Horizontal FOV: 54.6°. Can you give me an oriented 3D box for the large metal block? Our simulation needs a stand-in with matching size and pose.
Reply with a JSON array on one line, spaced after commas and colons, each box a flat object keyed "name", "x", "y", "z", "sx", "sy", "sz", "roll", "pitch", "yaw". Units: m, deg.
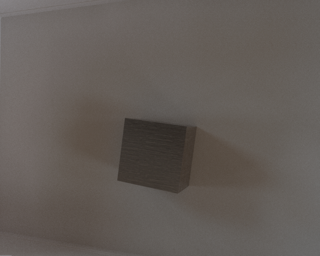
[{"name": "large metal block", "x": -0.003, "y": 0.032, "z": 0.399, "sx": 0.080, "sy": 0.050, "sz": 0.080, "roll": 8, "pitch": 93, "yaw": 20}]
